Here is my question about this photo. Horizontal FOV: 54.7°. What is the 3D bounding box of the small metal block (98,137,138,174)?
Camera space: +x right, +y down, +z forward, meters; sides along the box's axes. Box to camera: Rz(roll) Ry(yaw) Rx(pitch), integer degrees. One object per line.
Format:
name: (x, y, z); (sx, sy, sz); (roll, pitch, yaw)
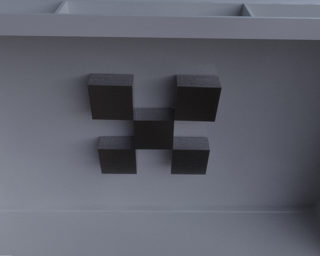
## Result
small metal block: (-0.058, 0.039, 0.439); (0.050, 0.025, 0.050); (0, 130, -1)

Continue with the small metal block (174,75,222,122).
small metal block: (0.044, -0.035, 0.376); (0.050, 0.025, 0.050); (2, 130, -2)

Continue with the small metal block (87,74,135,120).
small metal block: (-0.057, -0.037, 0.374); (0.050, 0.025, 0.050); (1, 130, -1)

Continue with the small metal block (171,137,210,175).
small metal block: (0.041, 0.040, 0.440); (0.050, 0.025, 0.050); (1, 130, -1)

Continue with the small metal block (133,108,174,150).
small metal block: (-0.008, 0.002, 0.407); (0.050, 0.025, 0.050); (0, 130, -1)
